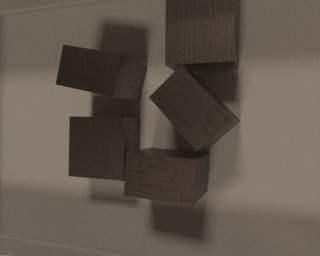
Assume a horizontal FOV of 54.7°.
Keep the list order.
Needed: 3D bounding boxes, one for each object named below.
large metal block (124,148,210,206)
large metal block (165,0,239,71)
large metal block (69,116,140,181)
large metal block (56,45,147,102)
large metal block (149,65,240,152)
[{"bbox_3d":[0.012,0.055,0.376,0.080,0.080,0.050,4,92,19],"label":"large metal block"},{"bbox_3d":[0.053,-0.114,0.378,0.080,0.050,0.079,1,90,19],"label":"large metal block"},{"bbox_3d":[-0.075,0.025,0.422,0.080,0.050,0.079,1,91,19],"label":"large metal block"},{"bbox_3d":[-0.073,-0.069,0.406,0.080,0.080,0.050,14,95,19],"label":"large metal block"},{"bbox_3d":[0.044,-0.021,0.365,0.050,0.080,0.080,-44,77,14],"label":"large metal block"}]
